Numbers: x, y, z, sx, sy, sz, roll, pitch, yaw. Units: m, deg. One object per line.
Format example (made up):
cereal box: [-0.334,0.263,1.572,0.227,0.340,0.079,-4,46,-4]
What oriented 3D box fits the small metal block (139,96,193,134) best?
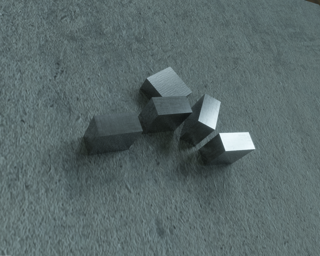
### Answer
small metal block: [0.005,-0.017,0.400,0.050,0.050,0.025,-6,65,-31]

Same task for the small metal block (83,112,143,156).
small metal block: [-0.055,0.007,0.354,0.050,0.050,0.025,-7,66,-31]

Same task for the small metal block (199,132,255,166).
small metal block: [0.090,0.029,0.418,0.050,0.050,0.025,-1,63,-29]

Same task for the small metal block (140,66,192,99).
small metal block: [0.009,-0.054,0.441,0.050,0.025,0.050,-34,81,-38]

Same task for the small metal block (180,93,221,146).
small metal block: [0.055,-0.011,0.423,0.025,0.050,0.050,28,52,-11]
